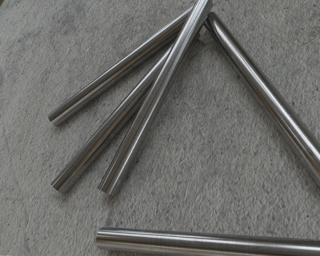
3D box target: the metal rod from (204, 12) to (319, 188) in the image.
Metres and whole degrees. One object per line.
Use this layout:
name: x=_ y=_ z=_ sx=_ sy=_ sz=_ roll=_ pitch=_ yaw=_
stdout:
metal rod: x=0.119 y=-0.052 z=0.373 sx=0.025 sy=0.025 sz=0.300 roll=-29 pitch=52 yaw=10

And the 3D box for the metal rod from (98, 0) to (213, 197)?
metal rod: x=-0.001 y=-0.050 z=0.418 sx=0.025 sy=0.025 sz=0.299 roll=19 pitch=76 yaw=35

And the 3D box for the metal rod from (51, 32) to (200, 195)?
metal rod: x=-0.045 y=-0.031 z=0.446 sx=0.025 sy=0.025 sz=0.300 roll=34 pitch=80 yaw=38

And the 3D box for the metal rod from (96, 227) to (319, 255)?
metal rod: x=0.069 y=0.115 z=0.296 sx=0.300 sy=0.025 sz=0.025 roll=-5 pitch=59 yaw=25

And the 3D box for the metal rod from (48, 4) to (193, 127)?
metal rod: x=-0.052 y=-0.101 z=0.493 sx=0.300 sy=0.025 sz=0.025 roll=-36 pitch=51 yaw=3
